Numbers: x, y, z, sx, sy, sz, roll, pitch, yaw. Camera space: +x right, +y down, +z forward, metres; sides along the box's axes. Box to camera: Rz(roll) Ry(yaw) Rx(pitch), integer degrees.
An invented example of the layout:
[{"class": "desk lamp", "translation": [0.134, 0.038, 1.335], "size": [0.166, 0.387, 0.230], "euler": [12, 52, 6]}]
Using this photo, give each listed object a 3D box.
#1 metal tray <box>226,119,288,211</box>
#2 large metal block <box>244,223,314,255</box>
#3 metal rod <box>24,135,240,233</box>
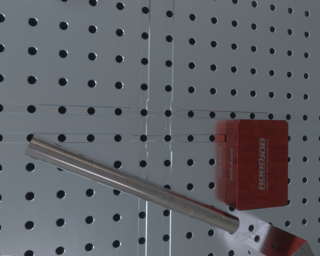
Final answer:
[{"class": "metal tray", "translation": [0.146, 0.053, 0.464], "size": [0.091, 0.030, 0.129], "euler": [0, 90, -20]}, {"class": "large metal block", "translation": [0.182, 0.197, 0.451], "size": [0.050, 0.080, 0.080], "euler": [-32, 101, -17]}, {"class": "metal rod", "translation": [-0.021, 0.080, 0.405], "size": [0.302, 0.025, 0.025], "euler": [25, 82, -19]}]
